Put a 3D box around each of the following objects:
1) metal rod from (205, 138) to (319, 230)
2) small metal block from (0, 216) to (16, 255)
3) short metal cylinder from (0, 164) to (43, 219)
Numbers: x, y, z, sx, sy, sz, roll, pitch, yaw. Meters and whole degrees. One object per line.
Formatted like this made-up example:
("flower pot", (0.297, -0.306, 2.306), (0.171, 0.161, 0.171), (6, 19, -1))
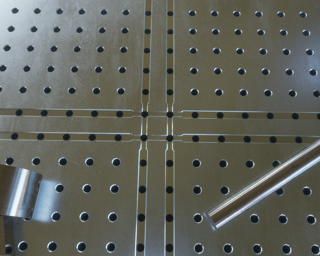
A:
("metal rod", (0.190, 0.038, 0.398), (0.301, 0.025, 0.025), (-30, 73, -11))
("small metal block", (-0.201, 0.134, 0.361), (0.050, 0.025, 0.050), (-12, 71, -5))
("short metal cylinder", (-0.182, 0.073, 0.354), (0.080, 0.080, 0.050), (6, 70, 2))
